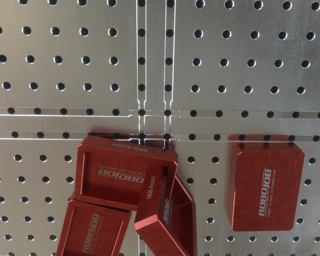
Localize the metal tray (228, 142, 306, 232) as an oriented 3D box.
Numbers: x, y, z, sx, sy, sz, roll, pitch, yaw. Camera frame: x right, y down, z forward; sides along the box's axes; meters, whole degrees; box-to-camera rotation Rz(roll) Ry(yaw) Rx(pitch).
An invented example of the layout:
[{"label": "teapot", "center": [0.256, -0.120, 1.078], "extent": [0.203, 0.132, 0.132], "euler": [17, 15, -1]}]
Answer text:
[{"label": "metal tray", "center": [0.149, 0.086, 0.445], "extent": [0.091, 0.030, 0.129], "euler": [-1, 110, 0]}]

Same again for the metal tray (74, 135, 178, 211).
[{"label": "metal tray", "center": [-0.047, 0.066, 0.426], "extent": [0.131, 0.030, 0.089], "euler": [11, 113, 0]}]

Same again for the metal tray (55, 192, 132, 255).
[{"label": "metal tray", "center": [-0.102, 0.164, 0.469], "extent": [0.091, 0.030, 0.129], "euler": [16, 109, -7]}]

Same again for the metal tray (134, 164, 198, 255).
[{"label": "metal tray", "center": [0.012, 0.109, 0.396], "extent": [0.030, 0.130, 0.090], "euler": [-28, 108, 16]}]
